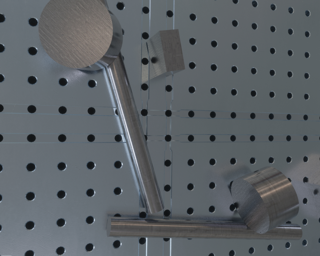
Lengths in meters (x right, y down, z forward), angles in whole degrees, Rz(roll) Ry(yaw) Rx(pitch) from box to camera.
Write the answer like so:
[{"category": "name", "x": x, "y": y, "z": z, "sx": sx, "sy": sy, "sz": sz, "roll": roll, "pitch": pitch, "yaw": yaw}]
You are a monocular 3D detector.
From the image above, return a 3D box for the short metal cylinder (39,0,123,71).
[{"category": "short metal cylinder", "x": -0.087, "y": -0.107, "z": 0.351, "sx": 0.080, "sy": 0.050, "sz": 0.079, "roll": 1, "pitch": 97, "yaw": 5}]

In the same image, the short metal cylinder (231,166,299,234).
[{"category": "short metal cylinder", "x": 0.146, "y": 0.100, "z": 0.437, "sx": 0.050, "sy": 0.080, "sz": 0.080, "roll": -18, "pitch": 96, "yaw": -19}]

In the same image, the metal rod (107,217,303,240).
[{"category": "metal rod", "x": 0.076, "y": 0.145, "z": 0.440, "sx": 0.302, "sy": 0.025, "sz": 0.025, "roll": 8, "pitch": 87, "yaw": -20}]

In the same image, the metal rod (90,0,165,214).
[{"category": "metal rod", "x": -0.045, "y": -0.035, "z": 0.395, "sx": 0.025, "sy": 0.025, "sz": 0.298, "roll": -17, "pitch": 96, "yaw": -19}]

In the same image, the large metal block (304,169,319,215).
[{"category": "large metal block", "x": 0.300, "y": 0.104, "z": 0.510, "sx": 0.080, "sy": 0.050, "sz": 0.080, "roll": -32, "pitch": 101, "yaw": -17}]

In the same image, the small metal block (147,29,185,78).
[{"category": "small metal block", "x": 0.007, "y": -0.095, "z": 0.402, "sx": 0.025, "sy": 0.050, "sz": 0.050, "roll": -12, "pitch": 94, "yaw": -20}]
